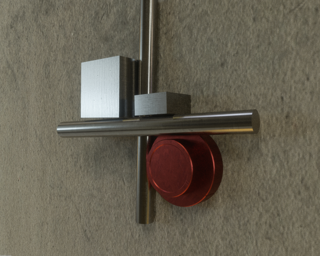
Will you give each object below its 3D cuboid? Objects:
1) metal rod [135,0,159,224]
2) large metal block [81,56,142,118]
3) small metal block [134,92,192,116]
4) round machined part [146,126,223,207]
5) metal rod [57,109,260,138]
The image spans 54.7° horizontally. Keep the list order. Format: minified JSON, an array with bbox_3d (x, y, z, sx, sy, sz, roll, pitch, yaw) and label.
[{"bbox_3d":[-0.018,-0.022,0.419,0.025,0.025,0.298,2,91,39],"label":"metal rod"},{"bbox_3d":[-0.067,-0.054,0.442,0.080,0.050,0.079,1,91,39],"label":"large metal block"},{"bbox_3d":[0.004,-0.028,0.385,0.050,0.050,0.025,-2,89,39],"label":"small metal block"},{"bbox_3d":[0.022,0.047,0.374,0.098,0.042,0.097,0,90,39],"label":"round machined part"},{"bbox_3d":[-0.027,-0.002,0.394,0.300,0.025,0.025,-2,89,35],"label":"metal rod"}]
